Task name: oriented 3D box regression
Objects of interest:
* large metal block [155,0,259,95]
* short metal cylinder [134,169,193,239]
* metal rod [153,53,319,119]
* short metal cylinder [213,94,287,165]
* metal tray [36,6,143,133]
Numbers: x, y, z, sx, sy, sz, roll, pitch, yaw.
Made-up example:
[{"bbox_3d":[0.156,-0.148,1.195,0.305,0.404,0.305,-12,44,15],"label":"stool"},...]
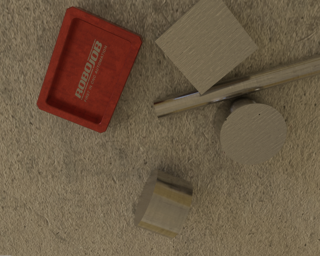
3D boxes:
[{"bbox_3d":[0.051,-0.099,0.360,0.080,0.050,0.080,-40,106,13],"label":"large metal block"},{"bbox_3d":[0.004,0.101,0.418,0.050,0.080,0.080,23,108,-8],"label":"short metal cylinder"},{"bbox_3d":[0.140,-0.063,0.387,0.301,0.025,0.025,-15,110,5],"label":"metal rod"},{"bbox_3d":[0.113,0.000,0.398,0.081,0.050,0.079,0,110,0],"label":"short metal cylinder"},{"bbox_3d":[-0.086,-0.069,0.380,0.090,0.030,0.129,22,108,-8],"label":"metal tray"}]
